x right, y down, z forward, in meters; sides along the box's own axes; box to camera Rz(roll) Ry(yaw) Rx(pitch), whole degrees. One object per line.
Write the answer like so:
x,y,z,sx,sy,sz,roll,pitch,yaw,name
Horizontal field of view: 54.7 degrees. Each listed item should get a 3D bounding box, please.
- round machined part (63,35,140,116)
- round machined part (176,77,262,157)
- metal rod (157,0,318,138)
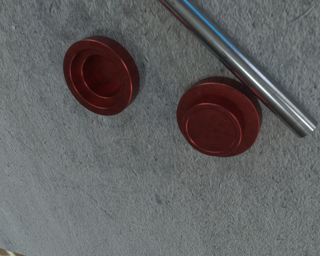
-0.069,-0.068,0.390,0.098,0.042,0.097,13,124,21,round machined part
0.064,-0.006,0.358,0.098,0.042,0.097,13,124,21,round machined part
0.046,-0.102,0.319,0.300,0.025,0.025,44,129,-3,metal rod
